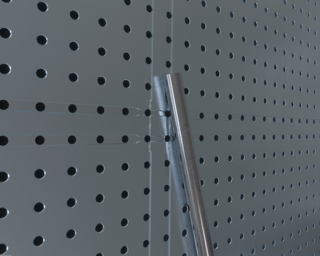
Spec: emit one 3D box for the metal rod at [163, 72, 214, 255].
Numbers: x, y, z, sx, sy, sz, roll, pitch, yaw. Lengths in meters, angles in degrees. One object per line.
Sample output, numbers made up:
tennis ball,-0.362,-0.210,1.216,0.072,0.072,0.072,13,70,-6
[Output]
metal rod,0.045,0.071,0.445,0.025,0.025,0.298,-19,102,-38
